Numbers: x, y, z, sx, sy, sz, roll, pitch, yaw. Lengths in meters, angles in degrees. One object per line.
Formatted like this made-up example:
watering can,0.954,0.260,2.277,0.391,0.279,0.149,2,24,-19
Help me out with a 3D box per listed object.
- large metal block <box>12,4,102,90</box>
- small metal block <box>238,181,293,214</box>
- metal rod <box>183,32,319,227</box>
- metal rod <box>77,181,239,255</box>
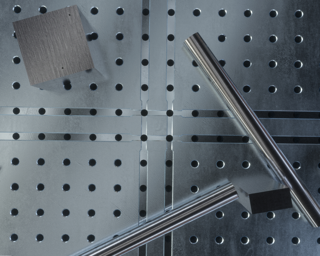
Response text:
large metal block,-0.129,-0.101,0.400,0.080,0.050,0.080,-16,90,0
small metal block,0.135,0.089,0.402,0.050,0.050,0.025,-9,90,0
metal rod,0.127,0.003,0.414,0.025,0.025,0.299,-35,90,0
metal rod,-0.036,0.148,0.412,0.301,0.025,0.025,-26,90,0
